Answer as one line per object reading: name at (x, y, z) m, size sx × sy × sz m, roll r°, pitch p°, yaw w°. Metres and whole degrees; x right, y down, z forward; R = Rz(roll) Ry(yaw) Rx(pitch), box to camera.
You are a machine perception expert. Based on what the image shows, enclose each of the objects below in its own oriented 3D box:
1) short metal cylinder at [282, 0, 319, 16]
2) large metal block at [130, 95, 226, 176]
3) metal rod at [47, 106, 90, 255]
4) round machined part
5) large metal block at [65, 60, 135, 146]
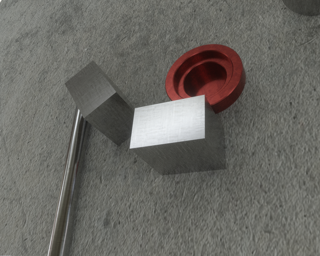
short metal cylinder at (0.195, -0.187, 0.381) m, size 0.080 × 0.080 × 0.050 m, roll 4°, pitch 64°, yaw 30°
large metal block at (0.024, 0.012, 0.348) m, size 0.080 × 0.080 × 0.050 m, roll -9°, pitch 58°, yaw 23°
metal rod at (-0.120, 0.035, 0.443) m, size 0.025 × 0.025 × 0.299 m, roll -12°, pitch 57°, yaw 21°
round machined part at (0.060, -0.056, 0.395) m, size 0.098 × 0.042 × 0.098 m, roll -13°, pitch 56°, yaw 20°
large metal block at (-0.074, -0.033, 0.426) m, size 0.050 × 0.080 × 0.080 m, roll -39°, pitch 51°, yaw 2°
